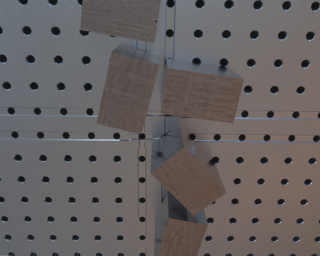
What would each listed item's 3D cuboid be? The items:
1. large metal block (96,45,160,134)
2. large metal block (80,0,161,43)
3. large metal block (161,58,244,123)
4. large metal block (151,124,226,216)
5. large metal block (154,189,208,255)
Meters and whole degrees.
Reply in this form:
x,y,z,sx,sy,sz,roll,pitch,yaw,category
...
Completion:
x,y,z,sx,sy,sz,roll,pitch,yaw,category
-0.035,-0.049,0.366,0.050,0.080,0.079,14,109,-6,large metal block
-0.040,-0.145,0.346,0.081,0.050,0.079,9,110,-4,large metal block
0.044,-0.047,0.367,0.081,0.080,0.050,7,110,-3,large metal block
0.034,0.051,0.404,0.050,0.080,0.080,-39,106,13,large metal block
0.026,0.139,0.436,0.050,0.080,0.079,13,110,-5,large metal block
